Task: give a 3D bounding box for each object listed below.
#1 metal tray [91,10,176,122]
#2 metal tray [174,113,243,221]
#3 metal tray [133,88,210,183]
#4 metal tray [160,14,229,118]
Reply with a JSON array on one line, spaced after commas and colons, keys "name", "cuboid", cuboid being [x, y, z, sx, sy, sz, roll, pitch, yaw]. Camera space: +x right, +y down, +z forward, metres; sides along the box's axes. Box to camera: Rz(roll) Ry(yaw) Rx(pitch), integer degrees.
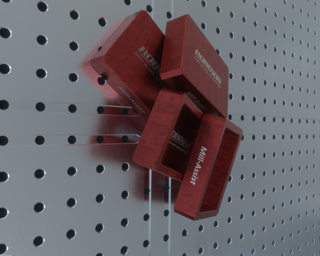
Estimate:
[{"name": "metal tray", "cuboid": [-0.012, -0.069, 0.395, 0.130, 0.030, 0.090, 47, 62, -30]}, {"name": "metal tray", "cuboid": [0.068, 0.054, 0.416, 0.090, 0.030, 0.129, 21, 86, -60]}, {"name": "metal tray", "cuboid": [0.025, 0.018, 0.388, 0.130, 0.030, 0.090, 35, 74, -58]}, {"name": "metal tray", "cuboid": [0.052, -0.075, 0.417, 0.130, 0.030, 0.090, 35, 53, -47]}]
